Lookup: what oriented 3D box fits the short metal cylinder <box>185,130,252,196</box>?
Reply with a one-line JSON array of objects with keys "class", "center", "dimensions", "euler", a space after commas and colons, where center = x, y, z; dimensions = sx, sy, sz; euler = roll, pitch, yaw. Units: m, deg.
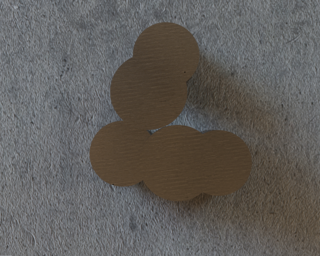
[{"class": "short metal cylinder", "center": [0.071, 0.042, 0.399], "dimensions": [0.081, 0.050, 0.080], "euler": [0, 90, 0]}]

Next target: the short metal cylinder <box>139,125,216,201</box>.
[{"class": "short metal cylinder", "center": [0.018, 0.036, 0.348], "dimensions": [0.081, 0.050, 0.080], "euler": [0, 90, -1]}]

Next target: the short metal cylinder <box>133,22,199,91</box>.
[{"class": "short metal cylinder", "center": [0.007, -0.088, 0.399], "dimensions": [0.081, 0.050, 0.080], "euler": [0, 90, 0]}]

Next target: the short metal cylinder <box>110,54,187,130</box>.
[{"class": "short metal cylinder", "center": [-0.012, -0.038, 0.348], "dimensions": [0.080, 0.050, 0.080], "euler": [0, 90, 0]}]

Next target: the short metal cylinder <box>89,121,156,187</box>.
[{"class": "short metal cylinder", "center": [-0.045, 0.031, 0.398], "dimensions": [0.081, 0.050, 0.080], "euler": [0, 90, 0]}]
